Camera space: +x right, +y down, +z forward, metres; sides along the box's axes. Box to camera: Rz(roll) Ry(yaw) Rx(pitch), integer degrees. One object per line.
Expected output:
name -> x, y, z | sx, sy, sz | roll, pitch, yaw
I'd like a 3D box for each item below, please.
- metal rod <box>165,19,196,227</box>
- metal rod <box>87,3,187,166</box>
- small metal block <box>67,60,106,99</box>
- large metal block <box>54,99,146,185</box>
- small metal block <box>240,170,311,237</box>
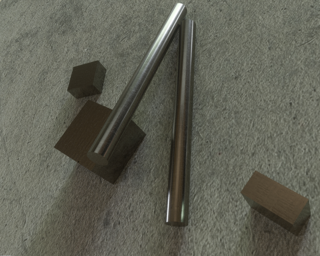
metal rod -> 0.030, -0.027, 0.403 | 0.025, 0.025, 0.299 | -8, 58, 23
metal rod -> -0.017, -0.079, 0.418 | 0.025, 0.025, 0.300 | 1, 49, 28
small metal block -> -0.121, -0.080, 0.514 | 0.050, 0.025, 0.050 | -9, 58, 23
large metal block -> -0.080, 0.017, 0.418 | 0.080, 0.050, 0.080 | 23, 74, 36
small metal block -> 0.108, 0.070, 0.288 | 0.050, 0.050, 0.025 | 30, 78, 37
